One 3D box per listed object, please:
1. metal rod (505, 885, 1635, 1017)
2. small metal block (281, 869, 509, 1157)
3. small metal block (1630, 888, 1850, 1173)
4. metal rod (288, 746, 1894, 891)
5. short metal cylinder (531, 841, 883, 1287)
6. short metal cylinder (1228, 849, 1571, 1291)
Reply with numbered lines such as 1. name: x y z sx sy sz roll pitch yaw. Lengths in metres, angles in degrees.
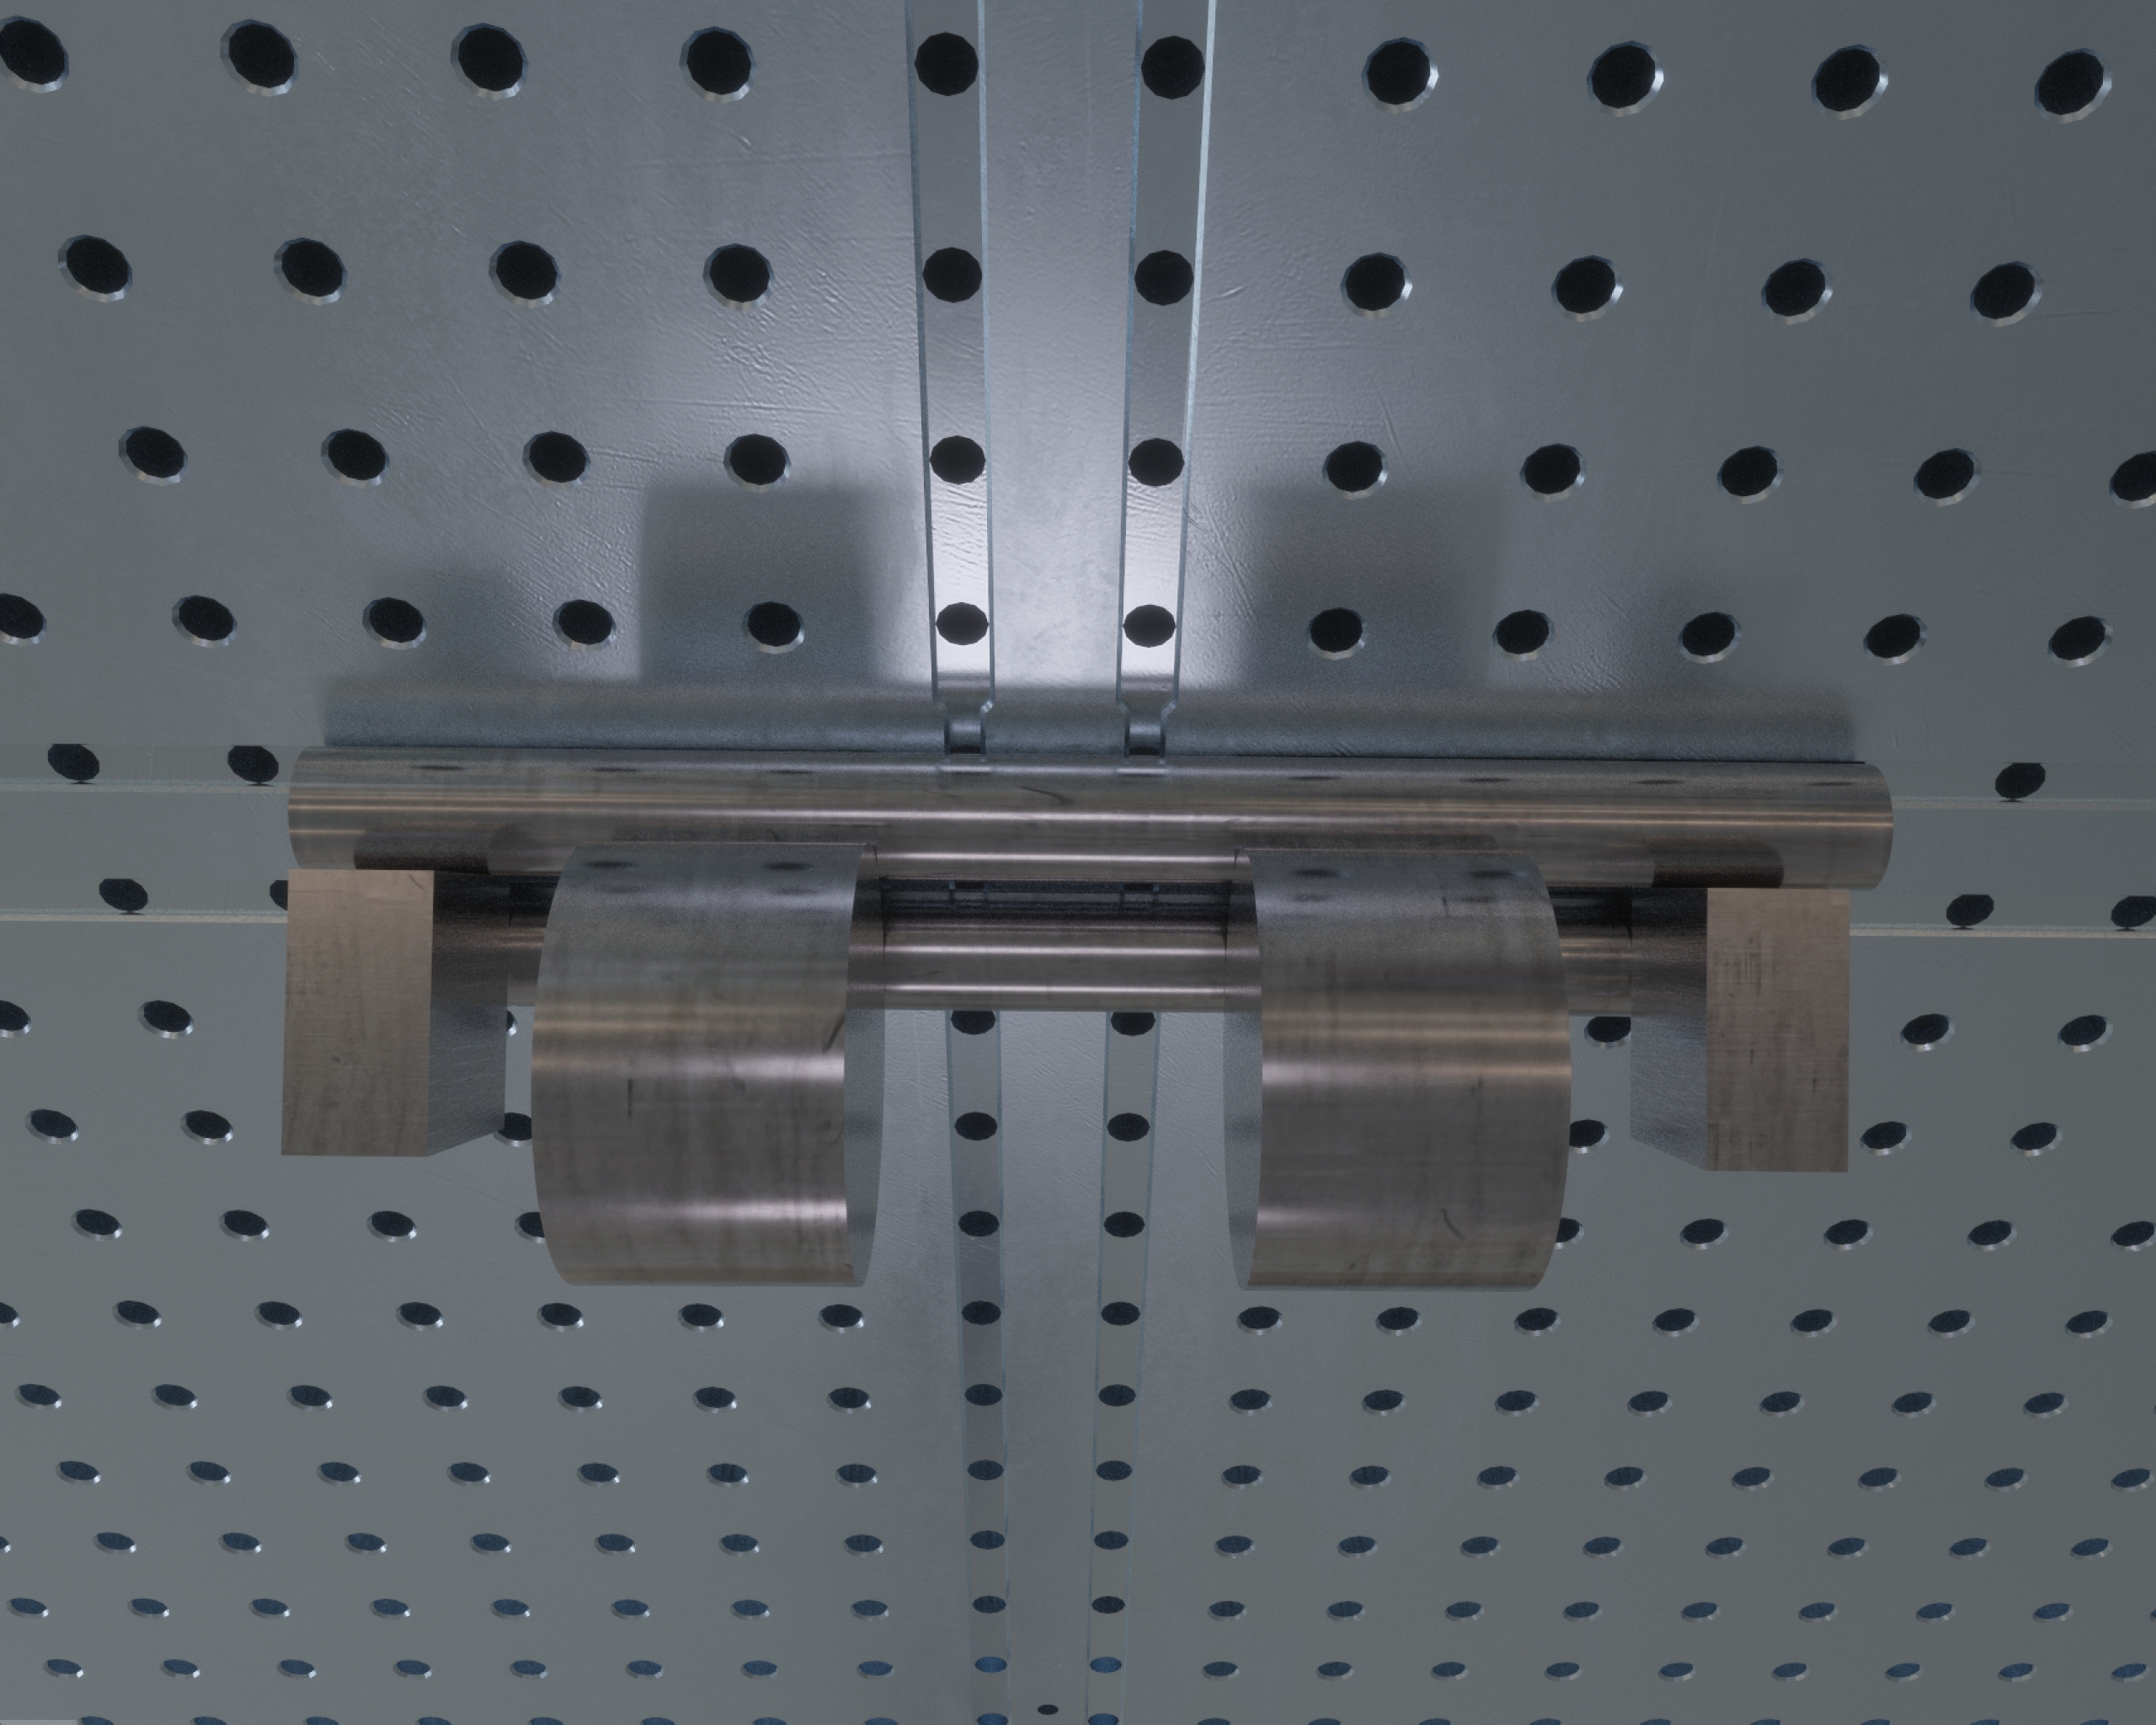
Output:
1. metal rod: 0.000 0.018 0.427 0.302 0.025 0.025 1 130 -1
2. small metal block: -0.125 0.027 0.387 0.025 0.050 0.050 1 88 0
3. small metal block: 0.123 0.030 0.392 0.025 0.050 0.050 1 89 0
4. metal rod: 0.003 -0.008 0.405 0.302 0.025 0.025 1 130 -1
5. short metal cylinder: -0.063 0.036 0.377 0.050 0.080 0.079 1 130 -1
6. short metal cylinder: 0.055 0.037 0.379 0.050 0.080 0.079 1 130 -1
